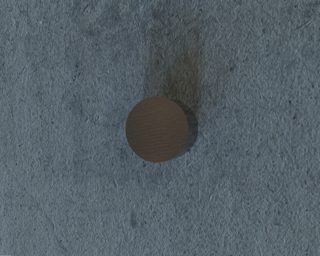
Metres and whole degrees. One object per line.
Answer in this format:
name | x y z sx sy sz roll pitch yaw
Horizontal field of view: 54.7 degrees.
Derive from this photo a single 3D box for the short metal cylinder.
short metal cylinder | 0.004 0.002 0.395 0.080 0.050 0.079 0 90 19
